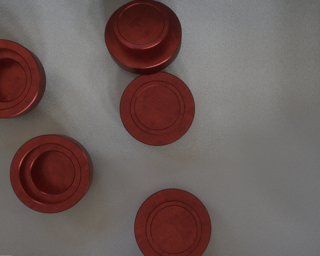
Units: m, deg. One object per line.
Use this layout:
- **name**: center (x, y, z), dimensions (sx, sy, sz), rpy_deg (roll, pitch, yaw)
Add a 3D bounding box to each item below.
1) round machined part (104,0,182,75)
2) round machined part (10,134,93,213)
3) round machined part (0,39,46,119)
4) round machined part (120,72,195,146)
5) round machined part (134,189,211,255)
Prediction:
- **round machined part**: center (-0.022, -0.121, 0.392), dimensions (0.099, 0.042, 0.098), rpy_deg (-1, 76, 3)
- **round machined part**: center (-0.136, 0.057, 0.401), dimensions (0.099, 0.042, 0.097), rpy_deg (0, 90, -1)
- **round machined part**: center (-0.196, -0.061, 0.400), dimensions (0.099, 0.042, 0.097), rpy_deg (0, 90, -1)
- **round machined part**: center (-0.003, -0.025, 0.403), dimensions (0.099, 0.042, 0.097), rpy_deg (0, 90, -1)
- **round machined part**: center (0.017, 0.127, 0.393), dimensions (0.099, 0.042, 0.098), rpy_deg (0, 77, -1)
